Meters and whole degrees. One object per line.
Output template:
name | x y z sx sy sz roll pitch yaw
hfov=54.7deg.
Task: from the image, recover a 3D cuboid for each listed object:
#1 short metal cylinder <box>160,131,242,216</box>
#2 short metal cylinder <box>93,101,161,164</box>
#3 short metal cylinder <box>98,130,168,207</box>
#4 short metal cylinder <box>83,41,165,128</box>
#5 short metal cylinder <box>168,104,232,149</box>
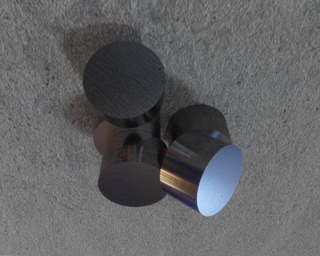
short metal cylinder | 0.046 0.048 0.339 0.050 0.080 0.080 21 145 41
short metal cylinder | -0.040 0.000 0.391 0.081 0.050 0.079 0 130 0
short metal cylinder | -0.029 0.049 0.367 0.081 0.050 0.079 0 130 0
short metal cylinder | -0.035 -0.043 0.327 0.081 0.080 0.050 0 169 -1
short metal cylinder | 0.051 0.016 0.406 0.081 0.050 0.079 0 130 0
